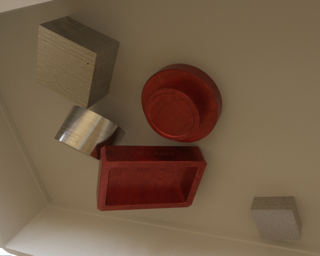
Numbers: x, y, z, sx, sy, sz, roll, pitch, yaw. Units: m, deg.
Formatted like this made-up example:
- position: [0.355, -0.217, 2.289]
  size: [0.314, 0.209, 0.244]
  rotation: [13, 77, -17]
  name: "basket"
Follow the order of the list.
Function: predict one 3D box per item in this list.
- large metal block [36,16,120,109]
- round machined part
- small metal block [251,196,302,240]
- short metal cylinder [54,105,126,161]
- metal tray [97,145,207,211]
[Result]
- position: [-0.106, -0.084, 0.395]
  size: [0.080, 0.050, 0.079]
  rotation: [28, 128, 10]
  name: "large metal block"
- position: [0.021, -0.023, 0.371]
  size: [0.098, 0.042, 0.097]
  rotation: [13, 124, 20]
  name: "round machined part"
- position: [0.151, 0.117, 0.401]
  size: [0.050, 0.025, 0.050]
  rotation: [-10, 114, 32]
  name: "small metal block"
- position: [-0.094, 0.011, 0.421]
  size: [0.080, 0.050, 0.080]
  rotation: [25, 168, 6]
  name: "short metal cylinder"
- position: [-0.014, 0.066, 0.406]
  size: [0.131, 0.030, 0.089]
  rotation: [2, 127, -16]
  name: "metal tray"
